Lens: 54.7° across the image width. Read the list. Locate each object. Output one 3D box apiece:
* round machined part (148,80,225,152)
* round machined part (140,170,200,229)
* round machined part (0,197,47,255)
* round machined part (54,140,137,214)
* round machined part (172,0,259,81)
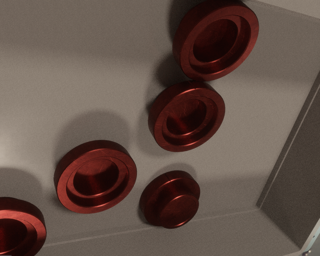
[{"bbox_3d":[0.030,-0.019,0.399,0.099,0.042,0.097,-14,132,-16],"label":"round machined part"},{"bbox_3d":[0.021,0.118,0.484,0.099,0.042,0.097,-14,125,-21],"label":"round machined part"},{"bbox_3d":[-0.190,0.122,0.370,0.099,0.042,0.097,-14,125,-21],"label":"round machined part"},{"bbox_3d":[-0.082,0.056,0.389,0.099,0.042,0.097,-14,125,-21],"label":"round machined part"},{"bbox_3d":[0.059,-0.105,0.356,0.099,0.042,0.097,-17,142,-14],"label":"round machined part"}]
